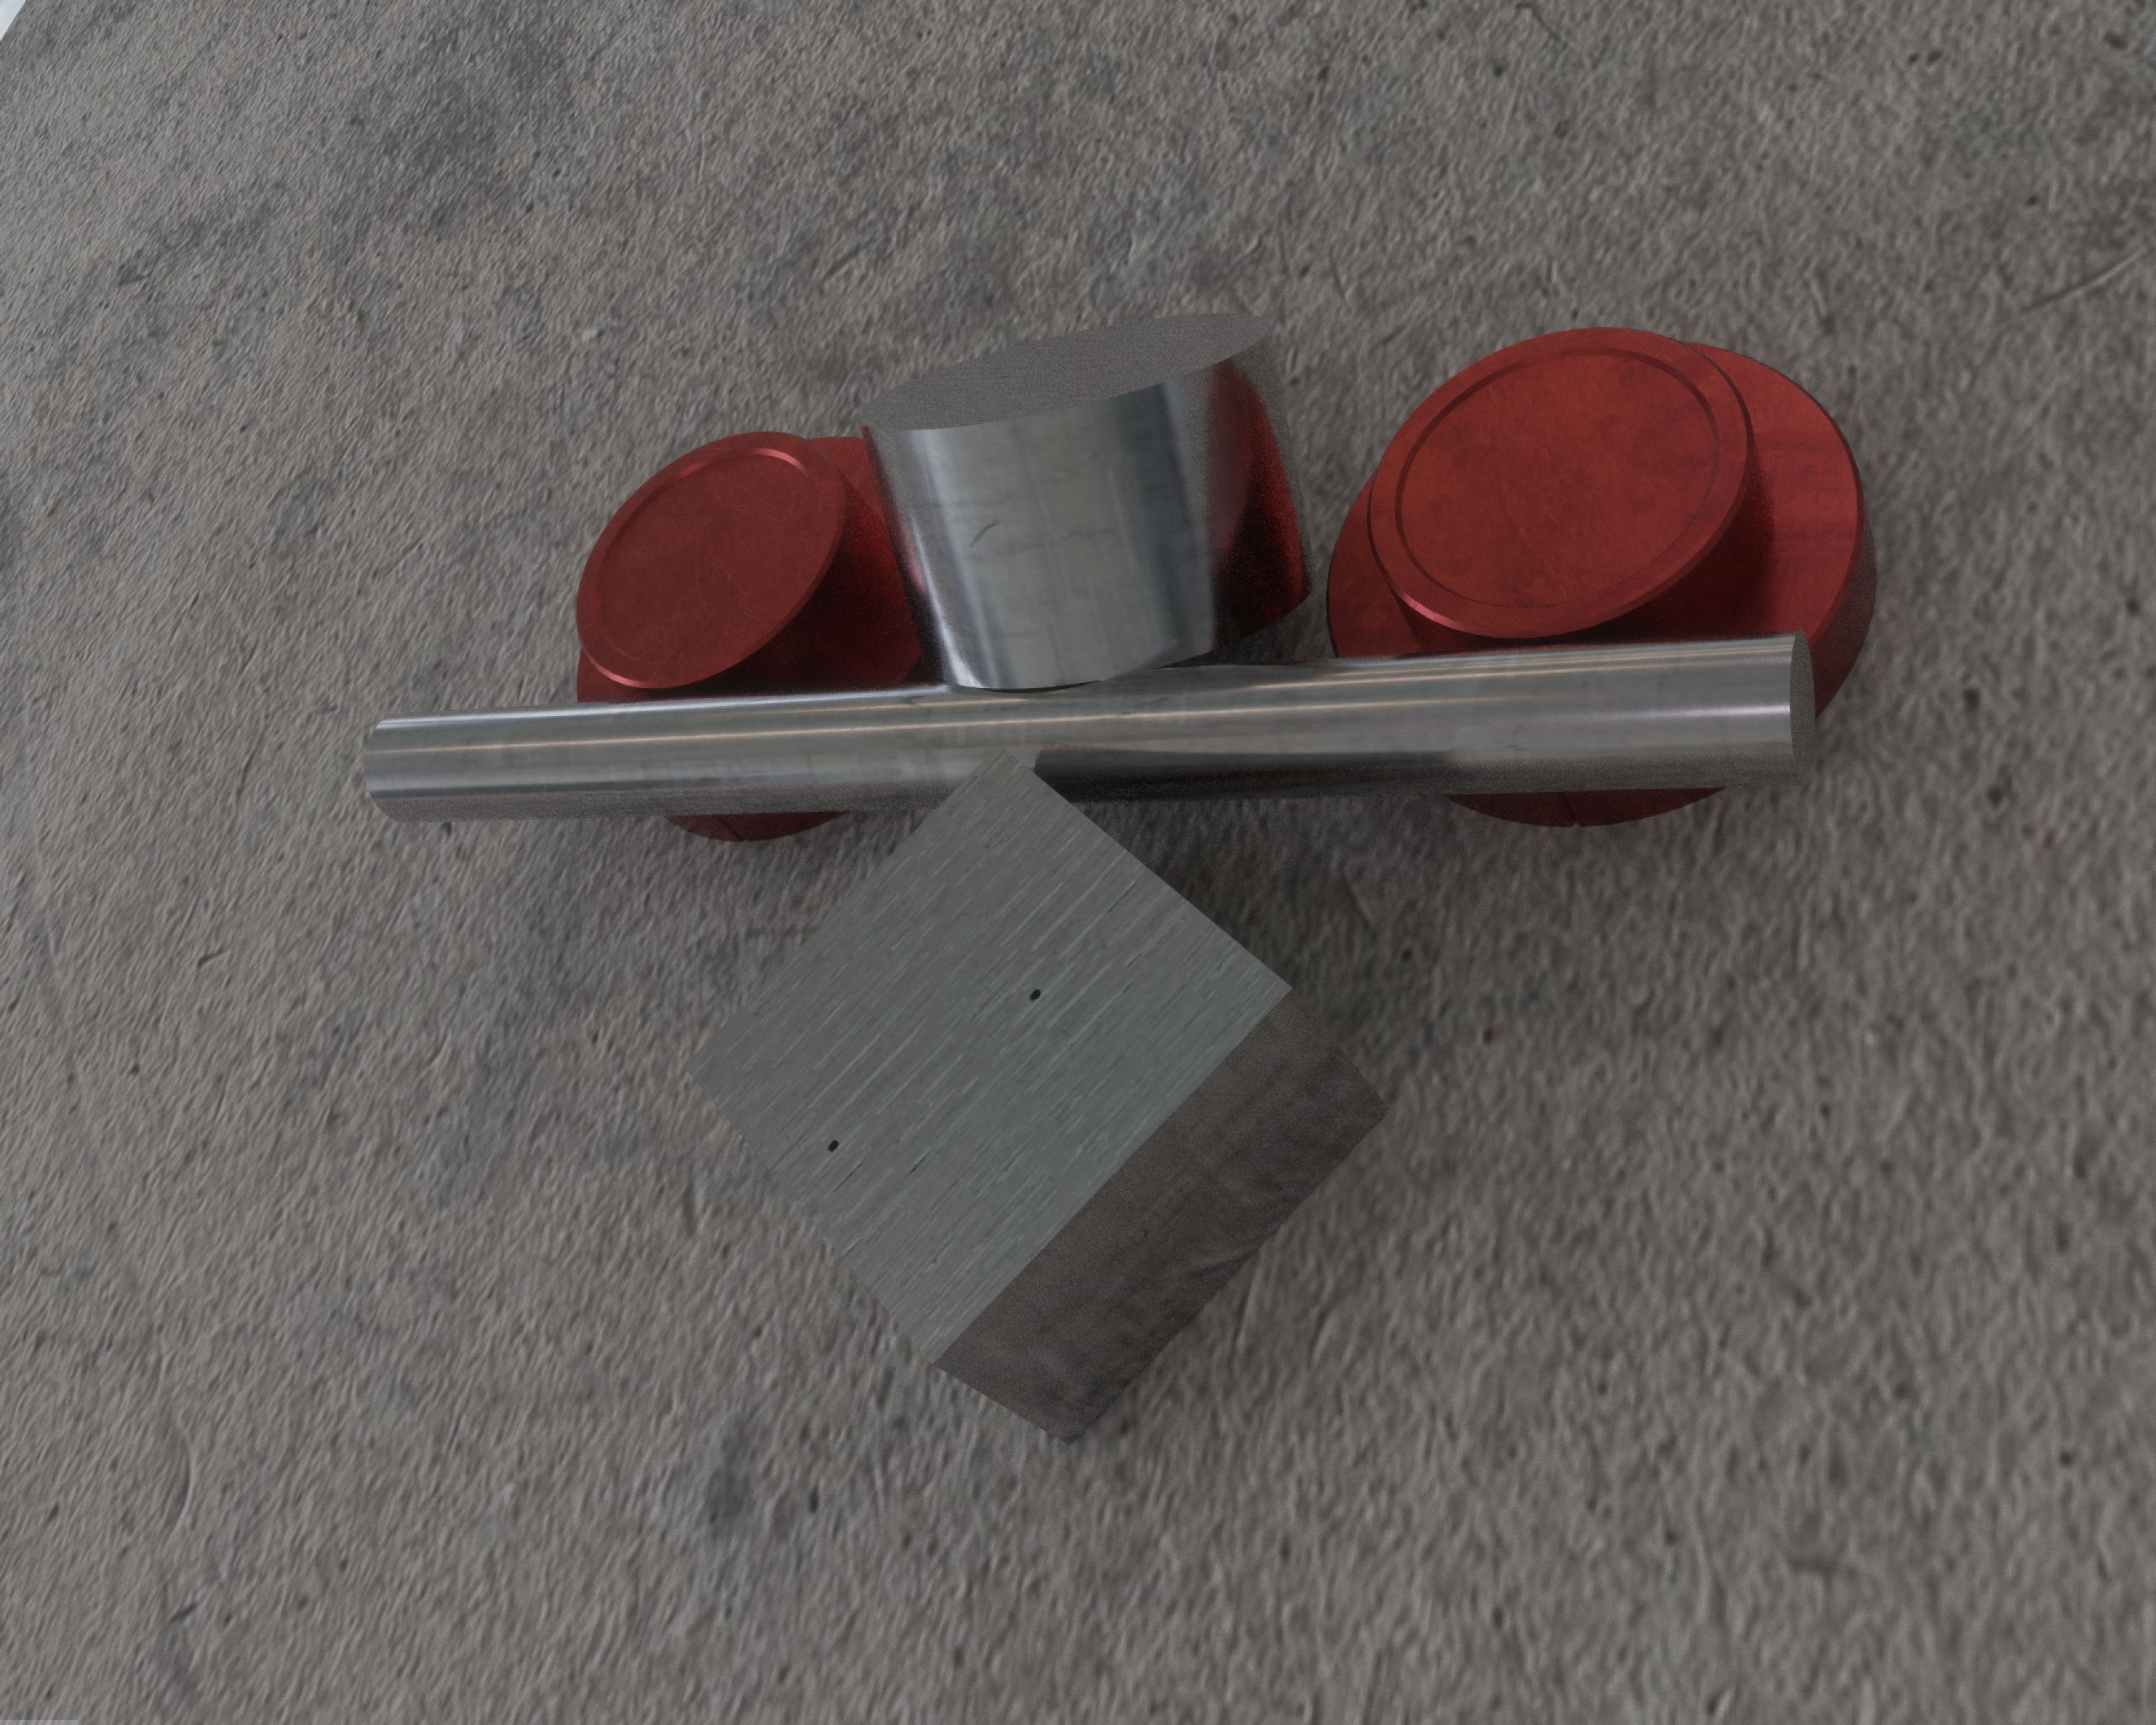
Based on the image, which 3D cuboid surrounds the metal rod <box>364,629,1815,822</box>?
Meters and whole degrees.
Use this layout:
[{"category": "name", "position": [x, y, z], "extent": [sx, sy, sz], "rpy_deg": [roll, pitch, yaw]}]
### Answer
[{"category": "metal rod", "position": [-0.018, -0.023, 0.401], "extent": [0.300, 0.025, 0.025], "rpy_deg": [-1, 61, 27]}]

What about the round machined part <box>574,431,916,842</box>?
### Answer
[{"category": "round machined part", "position": [-0.072, -0.057, 0.466], "extent": [0.098, 0.042, 0.098], "rpy_deg": [-13, 56, 21]}]

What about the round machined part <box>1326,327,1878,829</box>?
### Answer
[{"category": "round machined part", "position": [0.092, -0.058, 0.382], "extent": [0.098, 0.042, 0.098], "rpy_deg": [-13, 56, 21]}]

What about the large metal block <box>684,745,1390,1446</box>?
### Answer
[{"category": "large metal block", "position": [-0.008, 0.039, 0.366], "extent": [0.080, 0.050, 0.080], "rpy_deg": [-46, 51, -4]}]

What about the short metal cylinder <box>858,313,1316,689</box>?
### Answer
[{"category": "short metal cylinder", "position": [0.003, -0.072, 0.408], "extent": [0.080, 0.050, 0.080], "rpy_deg": [-11, 23, 5]}]
